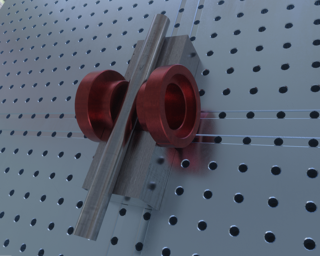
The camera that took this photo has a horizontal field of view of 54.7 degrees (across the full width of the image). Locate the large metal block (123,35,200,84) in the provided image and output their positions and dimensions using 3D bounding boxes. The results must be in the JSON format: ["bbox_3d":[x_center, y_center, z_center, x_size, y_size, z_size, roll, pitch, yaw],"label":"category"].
[{"bbox_3d":[0.003,-0.081,0.440,0.080,0.050,0.080,2,63,29],"label":"large metal block"}]

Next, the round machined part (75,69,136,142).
[{"bbox_3d":[-0.062,-0.028,0.410,0.042,0.098,0.098,2,63,29],"label":"round machined part"}]

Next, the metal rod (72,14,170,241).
[{"bbox_3d":[-0.038,-0.019,0.376,0.025,0.025,0.300,3,63,29],"label":"metal rod"}]

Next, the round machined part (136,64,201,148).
[{"bbox_3d":[0.008,-0.025,0.372,0.042,0.098,0.098,-1,61,33],"label":"round machined part"}]

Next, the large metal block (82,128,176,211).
[{"bbox_3d":[-0.036,0.049,0.380,0.080,0.050,0.080,3,63,29],"label":"large metal block"}]
